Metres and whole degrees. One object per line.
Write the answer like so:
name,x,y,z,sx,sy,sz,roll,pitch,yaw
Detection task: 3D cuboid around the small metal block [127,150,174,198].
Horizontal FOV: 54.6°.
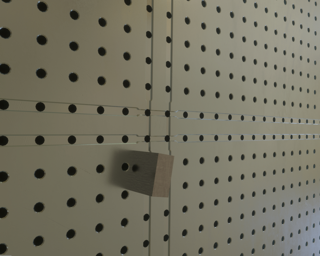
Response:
small metal block,-0.012,0.056,0.382,0.025,0.050,0.050,14,81,-39
